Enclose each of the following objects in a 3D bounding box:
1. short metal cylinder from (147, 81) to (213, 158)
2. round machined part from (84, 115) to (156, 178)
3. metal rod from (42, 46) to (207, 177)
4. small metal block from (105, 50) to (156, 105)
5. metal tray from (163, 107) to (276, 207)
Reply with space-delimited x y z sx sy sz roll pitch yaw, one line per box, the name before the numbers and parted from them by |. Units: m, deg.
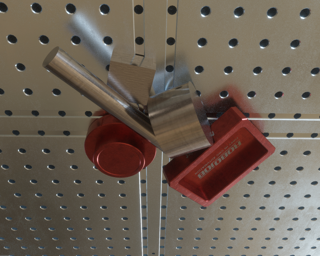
short metal cylinder | 0.026 -0.009 0.368 0.050 0.080 0.080 -20 128 15
round machined part | -0.054 0.031 0.425 0.099 0.042 0.097 -1 130 0
metal rod | -0.012 0.004 0.393 0.025 0.025 0.301 -32 131 24
small metal block | -0.035 -0.058 0.362 0.050 0.025 0.050 10 129 -9
metal tray | 0.080 0.043 0.419 0.130 0.030 0.090 -43 127 12
